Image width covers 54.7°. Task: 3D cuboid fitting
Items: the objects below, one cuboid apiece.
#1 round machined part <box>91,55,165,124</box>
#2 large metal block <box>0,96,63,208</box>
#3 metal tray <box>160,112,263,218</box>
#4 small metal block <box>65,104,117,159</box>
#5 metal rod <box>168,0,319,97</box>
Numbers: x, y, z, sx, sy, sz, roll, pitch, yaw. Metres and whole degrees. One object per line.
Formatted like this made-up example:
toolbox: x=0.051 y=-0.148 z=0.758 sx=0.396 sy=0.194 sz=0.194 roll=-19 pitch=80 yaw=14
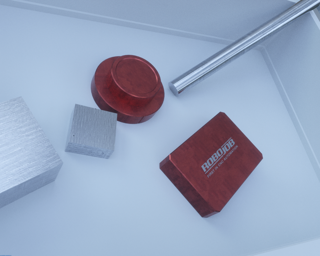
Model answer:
round machined part: x=-0.038 y=-0.058 z=0.411 sx=0.099 sy=0.042 sz=0.098 roll=14 pitch=56 yaw=-21
large metal block: x=-0.152 y=0.027 z=0.292 sx=0.081 sy=0.050 sz=0.080 roll=-27 pitch=77 yaw=-37
metal tray: x=0.073 y=0.044 z=0.417 sx=0.090 sy=0.030 sz=0.131 roll=49 pitch=51 yaw=6
small metal block: x=-0.079 y=0.005 z=0.361 sx=0.050 sy=0.025 sz=0.050 roll=13 pitch=56 yaw=-21
metal rod: x=0.142 y=-0.137 z=0.492 sx=0.301 sy=0.025 sz=0.025 roll=-34 pitch=80 yaw=-14
